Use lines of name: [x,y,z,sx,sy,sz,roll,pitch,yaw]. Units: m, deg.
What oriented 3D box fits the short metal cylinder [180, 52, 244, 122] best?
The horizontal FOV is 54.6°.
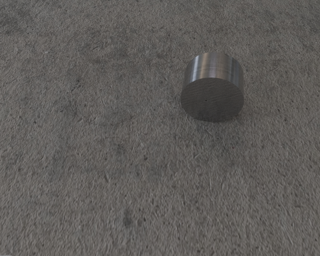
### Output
short metal cylinder: [0.070,-0.053,0.412,0.080,0.080,0.050,7,51,6]
